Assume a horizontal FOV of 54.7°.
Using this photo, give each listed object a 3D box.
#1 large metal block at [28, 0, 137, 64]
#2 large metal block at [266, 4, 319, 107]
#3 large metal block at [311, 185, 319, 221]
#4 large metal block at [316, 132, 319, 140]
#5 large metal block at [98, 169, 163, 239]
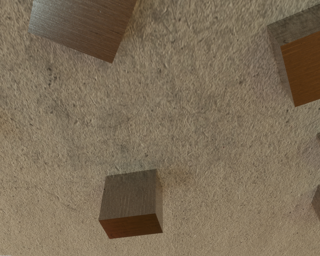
[{"bbox_3d":[-0.067,-0.119,0.289,0.080,0.050,0.079,19,128,-16],"label":"large metal block"},{"bbox_3d":[0.167,-0.079,0.325,0.080,0.050,0.080,-20,128,16],"label":"large metal block"},{"bbox_3d":[0.301,0.134,0.488,0.080,0.080,0.050,-3,130,3],"label":"large metal block"},{"bbox_3d":[0.275,0.021,0.411,0.080,0.050,0.080,32,123,-25],"label":"large metal block"},{"bbox_3d":[-0.040,0.114,0.467,0.080,0.080,0.050,-9,130,7],"label":"large metal block"}]
